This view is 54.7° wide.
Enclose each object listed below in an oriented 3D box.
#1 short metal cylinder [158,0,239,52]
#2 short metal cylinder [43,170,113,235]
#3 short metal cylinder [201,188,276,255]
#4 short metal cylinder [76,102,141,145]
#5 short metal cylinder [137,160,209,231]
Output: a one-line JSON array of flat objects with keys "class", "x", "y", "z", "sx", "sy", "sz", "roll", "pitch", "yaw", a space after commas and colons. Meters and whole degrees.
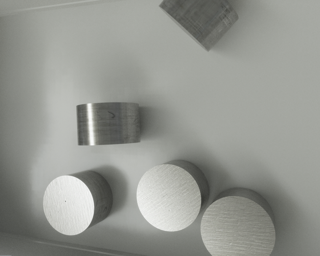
[{"class": "short metal cylinder", "x": 0.045, "y": -0.136, "z": 0.365, "sx": 0.080, "sy": 0.080, "sz": 0.050, "roll": 46, "pitch": 104, "yaw": 14}, {"class": "short metal cylinder", "x": -0.114, "y": 0.103, "z": 0.436, "sx": 0.080, "sy": 0.050, "sz": 0.079, "roll": 0, "pitch": 90, "yaw": 19}, {"class": "short metal cylinder", "x": 0.093, "y": 0.115, "z": 0.364, "sx": 0.080, "sy": 0.050, "sz": 0.079, "roll": 0, "pitch": 90, "yaw": 19}, {"class": "short metal cylinder", "x": -0.067, "y": -0.005, "z": 0.404, "sx": 0.080, "sy": 0.080, "sz": 0.050, "roll": -3, "pitch": 89, "yaw": 19}, {"class": "short metal cylinder", "x": 0.018, "y": 0.082, "z": 0.390, "sx": 0.080, "sy": 0.050, "sz": 0.079, "roll": 0, "pitch": 90, "yaw": 19}]
